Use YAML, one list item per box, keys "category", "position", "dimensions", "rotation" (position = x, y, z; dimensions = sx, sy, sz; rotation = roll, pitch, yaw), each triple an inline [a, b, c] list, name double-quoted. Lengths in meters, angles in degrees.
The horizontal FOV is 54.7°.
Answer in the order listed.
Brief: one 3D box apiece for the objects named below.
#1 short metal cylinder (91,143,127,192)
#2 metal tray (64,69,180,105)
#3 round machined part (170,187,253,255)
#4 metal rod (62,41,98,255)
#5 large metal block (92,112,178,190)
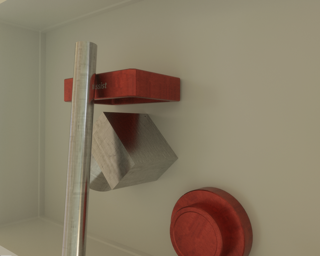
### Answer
- category: "short metal cylinder"
  position: [-0.079, 0.041, 0.433]
  dimensions: [0.050, 0.081, 0.080]
  rotation: [-49, 61, 28]
- category: "metal tray"
  position: [-0.050, -0.049, 0.403]
  dimensions: [0.130, 0.091, 0.030]
  rotation: [0, 90, 39]
- category: "round machined part"
  position: [0.050, 0.119, 0.353]
  dimensions: [0.098, 0.042, 0.097]
  rotation: [0, 90, 39]
- category: "metal rod"
  position: [-0.090, 0.052, 0.343]
  dimensions: [0.025, 0.025, 0.298]
  rotation: [-4, 81, 39]
- category: "large metal block"
  position: [-0.037, 0.026, 0.399]
  dimensions: [0.050, 0.081, 0.080]
  rotation: [-50, 61, 28]
